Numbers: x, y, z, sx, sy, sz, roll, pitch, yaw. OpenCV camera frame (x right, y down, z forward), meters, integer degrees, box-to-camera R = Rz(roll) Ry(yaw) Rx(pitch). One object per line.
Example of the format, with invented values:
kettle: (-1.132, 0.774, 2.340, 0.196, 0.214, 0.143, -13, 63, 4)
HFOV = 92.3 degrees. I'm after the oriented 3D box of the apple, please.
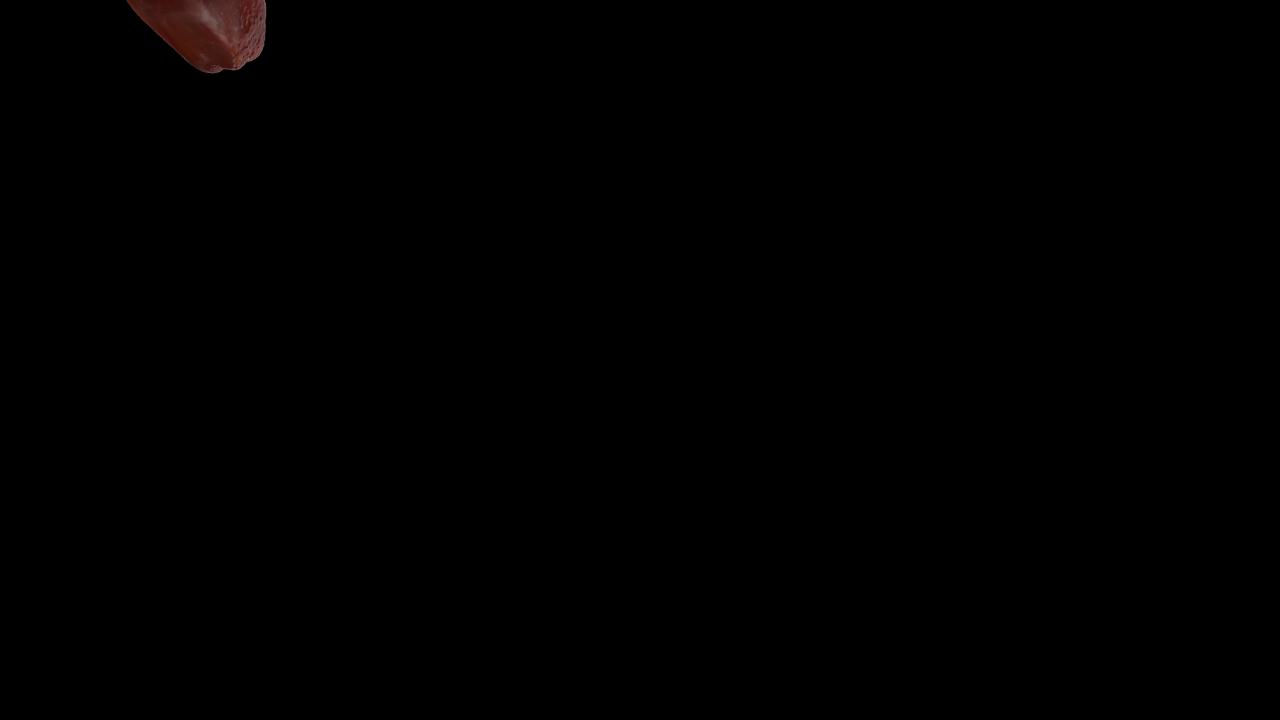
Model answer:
apple: (-0.291, -0.242, 0.403, 0.079, 0.079, 0.093, 0, -35, 0)
